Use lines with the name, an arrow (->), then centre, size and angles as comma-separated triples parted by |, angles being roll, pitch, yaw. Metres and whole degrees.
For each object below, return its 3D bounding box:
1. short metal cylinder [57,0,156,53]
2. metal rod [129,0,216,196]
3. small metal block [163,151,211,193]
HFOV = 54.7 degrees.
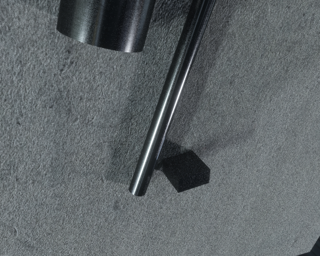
short metal cylinder -> -0.048, -0.106, 0.280 | 0.081, 0.080, 0.050 | 3, 117, -30
metal rod -> 0.013, -0.040, 0.390 | 0.025, 0.025, 0.298 | 5, 116, -31
small metal block -> 0.038, 0.063, 0.452 | 0.050, 0.050, 0.025 | -13, 124, -22
